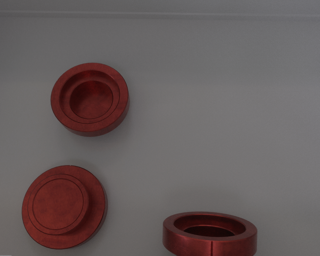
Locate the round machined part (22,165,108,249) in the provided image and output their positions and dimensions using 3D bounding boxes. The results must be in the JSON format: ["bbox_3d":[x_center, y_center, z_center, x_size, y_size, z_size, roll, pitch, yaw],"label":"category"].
[{"bbox_3d":[-0.114,0.091,0.366,0.099,0.042,0.098,0,70,0],"label":"round machined part"}]

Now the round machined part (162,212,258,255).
[{"bbox_3d":[0.052,0.123,0.329,0.099,0.098,0.042,2,90,0],"label":"round machined part"}]

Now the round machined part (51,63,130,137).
[{"bbox_3d":[-0.089,-0.034,0.412,0.099,0.042,0.098,0,70,0],"label":"round machined part"}]
